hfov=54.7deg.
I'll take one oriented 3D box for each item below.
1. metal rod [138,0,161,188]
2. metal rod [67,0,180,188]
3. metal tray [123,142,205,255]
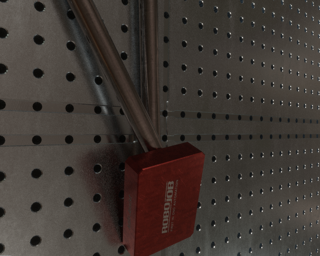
[{"bbox_3d":[-0.012,-0.024,0.400,0.025,0.025,0.298,-2,92,-40],"label":"metal rod"},{"bbox_3d":[-0.047,-0.057,0.352,0.025,0.025,0.299,-35,106,-35],"label":"metal rod"},{"bbox_3d":[0.003,0.088,0.374,0.091,0.030,0.129,-12,119,-32],"label":"metal tray"}]
